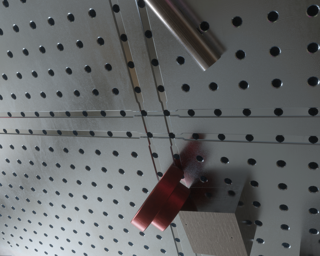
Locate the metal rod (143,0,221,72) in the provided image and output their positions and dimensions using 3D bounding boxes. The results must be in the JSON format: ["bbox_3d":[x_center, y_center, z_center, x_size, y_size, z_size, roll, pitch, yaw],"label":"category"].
[{"bbox_3d":[-0.042,-0.181,0.320,0.300,0.025,0.025,49,129,-7],"label":"metal rod"}]

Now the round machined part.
[{"bbox_3d":[0.006,0.100,0.423,0.042,0.098,0.097,35,129,5],"label":"round machined part"}]

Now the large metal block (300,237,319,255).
[{"bbox_3d":[0.218,0.192,0.380,0.080,0.080,0.050,48,129,-6],"label":"large metal block"}]

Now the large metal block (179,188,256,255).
[{"bbox_3d":[0.081,0.131,0.434,0.080,0.050,0.080,-6,115,31],"label":"large metal block"}]
